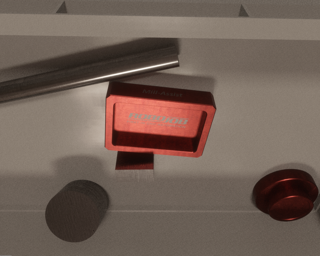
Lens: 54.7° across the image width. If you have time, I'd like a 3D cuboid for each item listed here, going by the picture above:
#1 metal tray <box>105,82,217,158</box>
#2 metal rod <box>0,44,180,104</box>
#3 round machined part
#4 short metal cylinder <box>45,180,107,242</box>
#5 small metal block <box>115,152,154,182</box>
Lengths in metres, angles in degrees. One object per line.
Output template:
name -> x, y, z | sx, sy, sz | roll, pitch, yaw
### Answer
metal tray -> -0.003, -0.008, 0.398 | 0.131, 0.030, 0.089 | 5, 130, -5
metal rod -> -0.128, -0.053, 0.361 | 0.301, 0.025, 0.025 | -10, 130, 8
round machined part -> 0.204, 0.114, 0.498 | 0.099, 0.042, 0.097 | -1, 130, 0
short metal cylinder -> -0.126, 0.126, 0.475 | 0.080, 0.050, 0.079 | 0, 99, 3
small metal block -> -0.034, 0.048, 0.433 | 0.050, 0.050, 0.025 | 0, 130, 0
